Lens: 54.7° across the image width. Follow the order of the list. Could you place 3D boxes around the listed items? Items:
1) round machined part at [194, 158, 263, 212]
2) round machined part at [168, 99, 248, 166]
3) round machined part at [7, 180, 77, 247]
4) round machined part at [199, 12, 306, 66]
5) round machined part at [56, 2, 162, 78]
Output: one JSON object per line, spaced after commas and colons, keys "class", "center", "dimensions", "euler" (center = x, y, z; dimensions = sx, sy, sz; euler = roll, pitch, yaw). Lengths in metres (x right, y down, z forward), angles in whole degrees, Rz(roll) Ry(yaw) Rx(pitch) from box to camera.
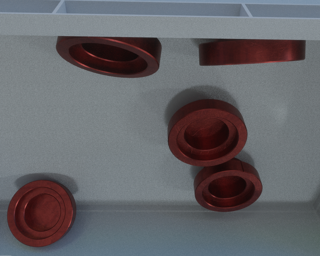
{"class": "round machined part", "center": [0.100, 0.081, 0.469], "dimensions": [0.099, 0.042, 0.097], "euler": [-1, 130, 0]}
{"class": "round machined part", "center": [0.059, 0.002, 0.400], "dimensions": [0.099, 0.042, 0.097], "euler": [-1, 130, 0]}
{"class": "round machined part", "center": [-0.179, 0.131, 0.483], "dimensions": [0.099, 0.098, 0.042], "euler": [-1, 168, 0]}
{"class": "round machined part", "center": [0.087, -0.085, 0.299], "dimensions": [0.099, 0.098, 0.042], "euler": [-3, 102, 2]}
{"class": "round machined part", "center": [-0.047, -0.086, 0.303], "dimensions": [0.099, 0.042, 0.098], "euler": [7, 171, 1]}
